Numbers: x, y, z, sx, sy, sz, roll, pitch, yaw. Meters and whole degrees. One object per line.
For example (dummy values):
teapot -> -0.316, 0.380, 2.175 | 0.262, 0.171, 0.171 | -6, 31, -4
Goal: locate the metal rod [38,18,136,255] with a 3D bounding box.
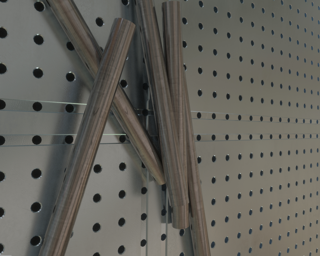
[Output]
metal rod -> -0.080, 0.029, 0.323 | 0.025, 0.025, 0.299 | 21, 83, -39

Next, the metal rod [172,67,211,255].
metal rod -> 0.044, 0.063, 0.448 | 0.025, 0.025, 0.298 | -15, 100, -39

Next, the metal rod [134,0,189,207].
metal rod -> -0.001, -0.051, 0.390 | 0.025, 0.025, 0.298 | -11, 91, -40

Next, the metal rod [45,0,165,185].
metal rod -> -0.061, -0.054, 0.358 | 0.025, 0.025, 0.299 | -43, 116, -32

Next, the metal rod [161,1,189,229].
metal rod -> 0.022, -0.010, 0.413 | 0.025, 0.025, 0.298 | -10, 101, -40
